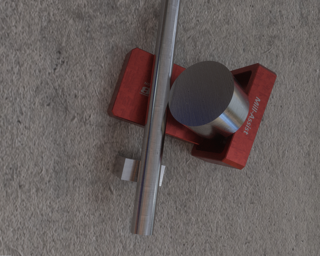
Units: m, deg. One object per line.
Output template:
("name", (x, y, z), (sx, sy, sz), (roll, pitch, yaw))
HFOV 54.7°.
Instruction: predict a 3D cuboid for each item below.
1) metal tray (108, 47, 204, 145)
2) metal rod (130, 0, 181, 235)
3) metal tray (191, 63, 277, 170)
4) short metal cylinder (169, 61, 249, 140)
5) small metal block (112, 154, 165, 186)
("metal tray", (0.007, -0.039, 0.411), (0.131, 0.030, 0.090), (19, 83, -20))
("metal rod", (-0.002, -0.030, 0.369), (0.025, 0.025, 0.299), (12, 77, -20))
("metal tray", (0.095, -0.015, 0.412), (0.030, 0.090, 0.130), (24, 82, -19))
("short metal cylinder", (0.058, -0.031, 0.364), (0.050, 0.080, 0.080), (32, 78, -51))
("small metal block", (-0.028, 0.052, 0.387), (0.050, 0.050, 0.025), (13, 86, -20))
